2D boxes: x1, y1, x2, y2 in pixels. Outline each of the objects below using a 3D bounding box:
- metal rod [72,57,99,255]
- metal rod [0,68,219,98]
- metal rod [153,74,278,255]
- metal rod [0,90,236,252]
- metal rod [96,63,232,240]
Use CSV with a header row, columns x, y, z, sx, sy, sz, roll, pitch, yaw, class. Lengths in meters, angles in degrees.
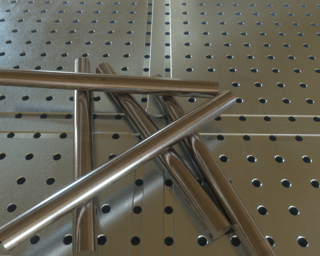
x,y,z,sx,sy,sz,roll,pitch,yaw,class
-0.098,0.011,0.396,0.025,0.025,0.300,-7,50,-7,metal rod
-0.072,-0.062,0.426,0.302,0.025,0.025,4,50,2,metal rod
0.051,0.035,0.378,0.025,0.025,0.300,-18,52,-15,metal rod
-0.027,0.032,0.347,0.302,0.025,0.025,-31,57,-24,metal rod
-0.012,0.008,0.400,0.025,0.025,0.300,-24,54,-19,metal rod
